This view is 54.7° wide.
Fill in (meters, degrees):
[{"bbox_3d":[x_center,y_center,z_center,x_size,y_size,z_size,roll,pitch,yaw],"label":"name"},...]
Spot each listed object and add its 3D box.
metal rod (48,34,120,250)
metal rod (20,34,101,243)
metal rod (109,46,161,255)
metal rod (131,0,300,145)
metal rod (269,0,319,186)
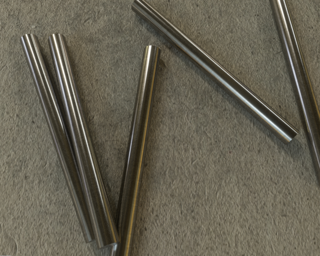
[{"bbox_3d":[-0.103,-0.001,0.395,0.025,0.025,0.299,-18,67,-6],"label":"metal rod"},{"bbox_3d":[-0.133,0.000,0.407,0.025,0.025,0.299,-22,72,-8],"label":"metal rod"},{"bbox_3d":[-0.030,0.027,0.397,0.025,0.025,0.299,7,70,2],"label":"metal rod"},{"bbox_3d":[0.069,-0.089,0.440,0.025,0.025,0.300,-42,75,-14],"label":"metal rod"},{"bbox_3d":[0.196,-0.069,0.434,0.025,0.025,0.299,-5,70,-2],"label":"metal rod"}]
